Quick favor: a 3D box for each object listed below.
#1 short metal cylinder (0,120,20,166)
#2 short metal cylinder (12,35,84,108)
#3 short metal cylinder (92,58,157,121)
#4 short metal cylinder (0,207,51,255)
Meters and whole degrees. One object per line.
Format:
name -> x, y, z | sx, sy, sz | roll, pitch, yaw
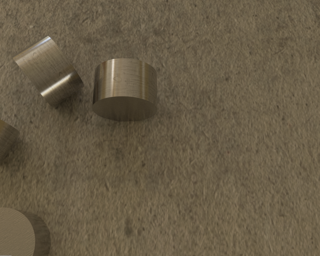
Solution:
short metal cylinder -> -0.221, 0.009, 0.373 | 0.080, 0.080, 0.050 | 22, 72, 7
short metal cylinder -> -0.144, -0.073, 0.404 | 0.050, 0.080, 0.080 | -38, 75, -13
short metal cylinder -> -0.044, -0.046, 0.395 | 0.081, 0.080, 0.050 | 0, 70, -1
short metal cylinder -> -0.170, 0.132, 0.345 | 0.081, 0.050, 0.080 | 0, 70, 0
